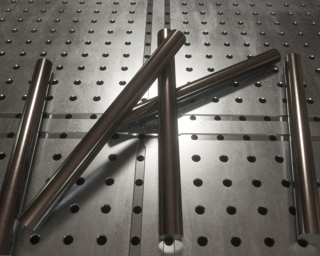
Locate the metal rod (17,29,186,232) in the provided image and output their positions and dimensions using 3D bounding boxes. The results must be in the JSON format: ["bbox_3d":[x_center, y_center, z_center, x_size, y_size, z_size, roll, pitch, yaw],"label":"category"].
[{"bbox_3d":[-0.056,-0.013,0.376,0.025,0.025,0.300,27,68,21],"label":"metal rod"}]

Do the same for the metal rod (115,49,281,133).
[{"bbox_3d":[0.059,-0.060,0.458,0.302,0.025,0.025,-24,54,-20],"label":"metal rod"}]

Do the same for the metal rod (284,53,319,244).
[{"bbox_3d":[0.184,0.000,0.409,0.025,0.025,0.300,9,50,7],"label":"metal rod"}]

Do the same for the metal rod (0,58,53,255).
[{"bbox_3d":[-0.170,0.014,0.393,0.025,0.025,0.300,-3,50,-3],"label":"metal rod"}]

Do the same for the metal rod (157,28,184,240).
[{"bbox_3d":[0.010,-0.016,0.394,0.025,0.025,0.299,0,58,-1],"label":"metal rod"}]
